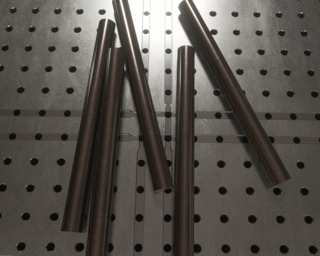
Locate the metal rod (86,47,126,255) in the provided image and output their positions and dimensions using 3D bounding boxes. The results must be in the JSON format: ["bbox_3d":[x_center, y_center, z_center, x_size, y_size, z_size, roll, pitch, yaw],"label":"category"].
[{"bbox_3d":[-0.068,0.035,0.391,0.025,0.025,0.299,2,72,0],"label":"metal rod"}]

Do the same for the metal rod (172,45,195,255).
[{"bbox_3d":[0.032,0.026,0.402,0.025,0.025,0.299,2,70,0],"label":"metal rod"}]

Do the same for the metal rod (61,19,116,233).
[{"bbox_3d":[-0.092,-0.017,0.416,0.025,0.025,0.299,5,70,1],"label":"metal rod"}]

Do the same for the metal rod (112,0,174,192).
[{"bbox_3d":[-0.029,-0.060,0.433,0.025,0.025,0.299,-12,71,-5],"label":"metal rod"}]

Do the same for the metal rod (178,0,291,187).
[{"bbox_3d":[0.096,-0.062,0.435,0.025,0.025,0.299,-21,72,-8],"label":"metal rod"}]
